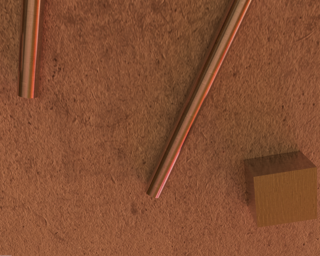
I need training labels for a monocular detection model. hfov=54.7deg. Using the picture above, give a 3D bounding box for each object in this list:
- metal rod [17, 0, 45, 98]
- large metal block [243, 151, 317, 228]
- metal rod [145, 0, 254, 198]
[{"bbox_3d":[-0.137,-0.179,0.341,0.025,0.025,0.298,11,110,-5],"label":"metal rod"},{"bbox_3d":[0.166,0.084,0.430,0.080,0.050,0.079,-10,110,3],"label":"large metal block"},{"bbox_3d":[0.046,-0.037,0.396,0.025,0.025,0.298,21,109,-8],"label":"metal rod"}]
